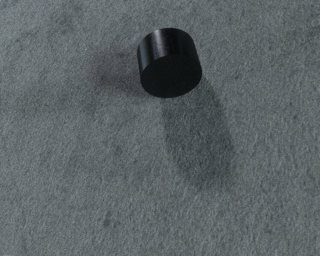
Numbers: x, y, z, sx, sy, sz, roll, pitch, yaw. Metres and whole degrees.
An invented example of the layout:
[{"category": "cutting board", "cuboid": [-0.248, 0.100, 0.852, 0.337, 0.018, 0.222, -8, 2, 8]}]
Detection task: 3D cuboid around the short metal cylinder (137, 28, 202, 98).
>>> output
[{"category": "short metal cylinder", "cuboid": [0.012, -0.085, 0.413, 0.080, 0.080, 0.050, -20, 54, 16]}]
